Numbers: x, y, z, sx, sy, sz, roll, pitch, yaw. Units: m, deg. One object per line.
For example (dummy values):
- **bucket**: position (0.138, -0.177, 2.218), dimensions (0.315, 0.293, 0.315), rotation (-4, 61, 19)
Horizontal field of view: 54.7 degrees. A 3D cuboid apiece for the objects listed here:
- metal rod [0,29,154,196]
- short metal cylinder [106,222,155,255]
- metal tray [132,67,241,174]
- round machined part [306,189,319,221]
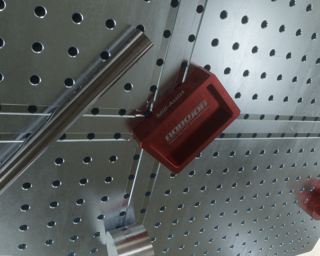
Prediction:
- **metal rod**: position (-0.123, 0.005, 0.346), dimensions (0.300, 0.025, 0.025), rotation (-44, 129, 2)
- **short metal cylinder**: position (-0.046, 0.189, 0.467), dimensions (0.050, 0.080, 0.079), rotation (-10, 123, -23)
- **metal tray**: position (0.039, -0.007, 0.424), dimensions (0.130, 0.030, 0.090), rotation (-44, 129, 2)
- **round machined part**: position (0.400, 0.182, 0.731), dimensions (0.099, 0.042, 0.097), rotation (-14, 124, -21)
